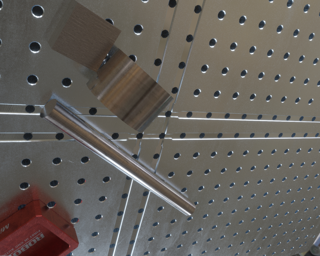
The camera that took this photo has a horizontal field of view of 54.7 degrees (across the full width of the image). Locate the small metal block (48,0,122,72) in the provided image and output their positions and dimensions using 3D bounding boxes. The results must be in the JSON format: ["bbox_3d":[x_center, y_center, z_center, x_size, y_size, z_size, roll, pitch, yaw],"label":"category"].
[{"bbox_3d":[-0.076,-0.093,0.313,0.050,0.025,0.050,25,105,-37],"label":"small metal block"}]

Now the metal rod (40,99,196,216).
[{"bbox_3d":[-0.035,0.057,0.428,0.025,0.025,0.300,-45,130,3],"label":"metal rod"}]

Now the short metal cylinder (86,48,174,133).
[{"bbox_3d":[-0.031,-0.040,0.335,0.050,0.080,0.080,-48,130,5],"label":"short metal cylinder"}]

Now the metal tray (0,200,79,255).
[{"bbox_3d":[-0.187,0.163,0.407,0.130,0.030,0.090,-35,129,-6],"label":"metal tray"}]
